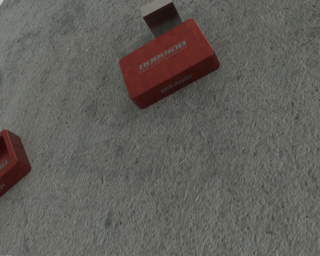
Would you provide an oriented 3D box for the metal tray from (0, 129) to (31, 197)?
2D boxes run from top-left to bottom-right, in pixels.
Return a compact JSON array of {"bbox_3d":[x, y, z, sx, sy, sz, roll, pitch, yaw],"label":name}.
[{"bbox_3d":[-0.278,0.075,0.500,0.130,0.030,0.090,-41,51,0],"label":"metal tray"}]

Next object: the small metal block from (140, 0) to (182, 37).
[{"bbox_3d":[0.004,-0.177,0.494,0.050,0.050,0.025,-23,53,14],"label":"small metal block"}]

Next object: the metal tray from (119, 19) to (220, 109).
[{"bbox_3d":[0.010,-0.095,0.454,0.130,0.030,0.090,-28,52,10],"label":"metal tray"}]
